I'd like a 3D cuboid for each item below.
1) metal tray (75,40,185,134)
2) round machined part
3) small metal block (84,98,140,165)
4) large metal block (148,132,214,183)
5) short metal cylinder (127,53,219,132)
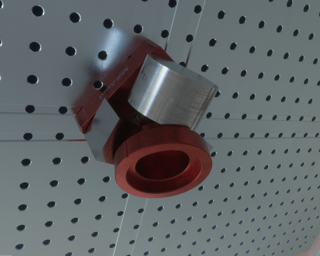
[{"bbox_3d":[-0.026,-0.029,0.378,0.130,0.030,0.090,-47,130,4],"label":"metal tray"},{"bbox_3d":[0.001,0.030,0.324,0.099,0.042,0.097,-6,138,-5],"label":"round machined part"},{"bbox_3d":[-0.052,0.003,0.329,0.025,0.050,0.050,21,107,-36],"label":"small metal block"},{"bbox_3d":[0.019,0.033,0.404,0.080,0.050,0.080,-47,160,4],"label":"large metal block"},{"bbox_3d":[0.013,-0.037,0.322,0.081,0.080,0.050,14,111,-34],"label":"short metal cylinder"}]
